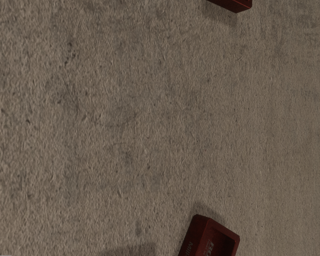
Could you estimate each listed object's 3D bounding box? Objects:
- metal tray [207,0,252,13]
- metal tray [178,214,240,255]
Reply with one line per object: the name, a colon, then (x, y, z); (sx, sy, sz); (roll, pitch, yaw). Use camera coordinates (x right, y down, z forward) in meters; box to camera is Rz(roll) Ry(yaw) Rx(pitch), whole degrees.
metal tray: (0.111, -0.262, 0.496); (0.091, 0.030, 0.129); (3, 88, -40)
metal tray: (0.065, 0.206, 0.458); (0.090, 0.030, 0.130); (39, 66, -34)
